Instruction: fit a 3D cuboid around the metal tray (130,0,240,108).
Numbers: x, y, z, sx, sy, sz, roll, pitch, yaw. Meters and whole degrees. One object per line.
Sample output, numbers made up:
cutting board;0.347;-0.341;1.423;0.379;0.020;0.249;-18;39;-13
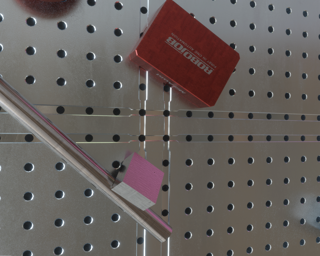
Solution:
metal tray;0.037;-0.098;0.425;0.130;0.030;0.090;33;79;-18

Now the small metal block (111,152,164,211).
small metal block;-0.026;0.067;0.390;0.050;0.025;0.050;38;39;-16

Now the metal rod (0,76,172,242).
metal rod;-0.096;0.041;0.377;0.300;0.025;0.025;45;76;-15
